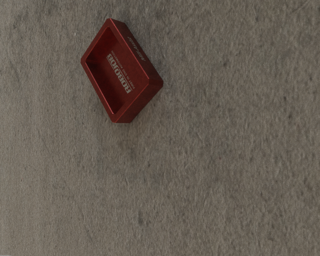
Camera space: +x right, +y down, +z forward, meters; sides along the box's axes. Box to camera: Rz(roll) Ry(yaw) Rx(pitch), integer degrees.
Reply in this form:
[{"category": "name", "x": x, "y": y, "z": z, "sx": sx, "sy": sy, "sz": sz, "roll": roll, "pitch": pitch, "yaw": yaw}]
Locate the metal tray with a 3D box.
[{"category": "metal tray", "x": -0.060, "y": -0.083, "z": 0.452, "sx": 0.090, "sy": 0.030, "sz": 0.130, "roll": -46, "pitch": 63, "yaw": 30}]
